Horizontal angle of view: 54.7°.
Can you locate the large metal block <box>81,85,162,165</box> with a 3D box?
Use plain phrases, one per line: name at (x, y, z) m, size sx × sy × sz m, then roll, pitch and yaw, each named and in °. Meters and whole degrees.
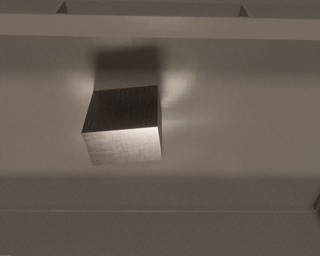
large metal block at (-0.040, -0.005, 0.368) m, size 0.080 × 0.080 × 0.050 m, roll -5°, pitch 130°, yaw 3°
